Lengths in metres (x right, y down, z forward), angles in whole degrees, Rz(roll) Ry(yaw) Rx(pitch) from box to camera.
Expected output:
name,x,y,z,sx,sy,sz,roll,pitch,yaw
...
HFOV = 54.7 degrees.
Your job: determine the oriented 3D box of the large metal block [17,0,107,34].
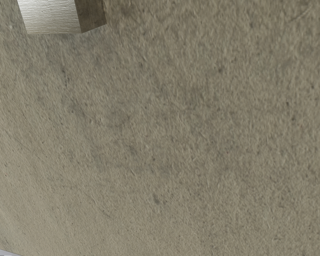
name,x,y,z,sx,sy,sz,roll,pitch,yaw
large metal block,-0.116,-0.154,0.354,0.080,0.050,0.079,7,122,24
